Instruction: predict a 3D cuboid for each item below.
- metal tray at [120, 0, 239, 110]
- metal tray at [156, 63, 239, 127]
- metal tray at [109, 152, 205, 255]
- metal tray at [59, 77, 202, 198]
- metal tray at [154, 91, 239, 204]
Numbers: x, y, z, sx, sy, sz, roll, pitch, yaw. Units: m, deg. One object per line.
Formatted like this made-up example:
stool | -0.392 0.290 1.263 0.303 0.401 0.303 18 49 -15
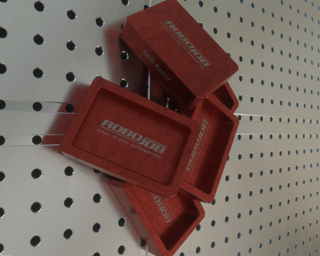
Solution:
metal tray | 0.026 -0.096 0.390 0.130 0.030 0.091 49 56 5
metal tray | 0.060 -0.054 0.458 0.090 0.030 0.130 -51 120 -28
metal tray | 0.002 0.095 0.409 0.091 0.030 0.129 -40 115 -33
metal tray | -0.030 0.012 0.342 0.131 0.030 0.090 24 72 -6
metal tray | 0.053 0.024 0.413 0.090 0.030 0.130 36 68 -35
